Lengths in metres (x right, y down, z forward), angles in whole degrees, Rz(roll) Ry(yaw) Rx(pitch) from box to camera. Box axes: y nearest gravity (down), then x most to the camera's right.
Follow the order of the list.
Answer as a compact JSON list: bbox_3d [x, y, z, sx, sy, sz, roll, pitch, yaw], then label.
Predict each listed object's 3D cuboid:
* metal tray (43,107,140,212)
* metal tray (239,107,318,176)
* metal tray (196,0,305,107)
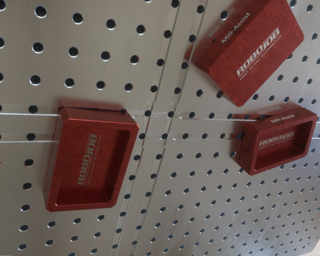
[{"bbox_3d":[-0.087,0.042,0.385,0.091,0.030,0.129,4,116,-31],"label":"metal tray"},{"bbox_3d":[0.201,0.022,0.530,0.131,0.030,0.089,-14,125,-20],"label":"metal tray"},{"bbox_3d":[0.121,-0.102,0.410,0.130,0.030,0.090,-48,129,5],"label":"metal tray"}]
